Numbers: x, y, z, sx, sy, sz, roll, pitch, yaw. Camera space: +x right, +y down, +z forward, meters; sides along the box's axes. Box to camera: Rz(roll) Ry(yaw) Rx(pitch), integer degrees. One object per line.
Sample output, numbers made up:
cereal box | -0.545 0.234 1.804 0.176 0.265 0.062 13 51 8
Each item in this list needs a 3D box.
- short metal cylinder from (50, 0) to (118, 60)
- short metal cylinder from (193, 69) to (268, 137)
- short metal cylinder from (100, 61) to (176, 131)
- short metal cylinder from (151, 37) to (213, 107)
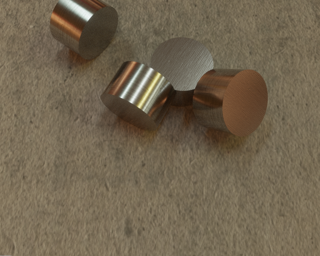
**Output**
short metal cylinder | -0.104 -0.143 0.430 0.050 0.080 0.080 35 74 11
short metal cylinder | 0.088 -0.033 0.386 0.080 0.080 0.050 -51 34 -16
short metal cylinder | -0.027 -0.039 0.393 0.080 0.080 0.050 27 72 9
short metal cylinder | 0.029 -0.075 0.423 0.081 0.050 0.080 0 70 0
